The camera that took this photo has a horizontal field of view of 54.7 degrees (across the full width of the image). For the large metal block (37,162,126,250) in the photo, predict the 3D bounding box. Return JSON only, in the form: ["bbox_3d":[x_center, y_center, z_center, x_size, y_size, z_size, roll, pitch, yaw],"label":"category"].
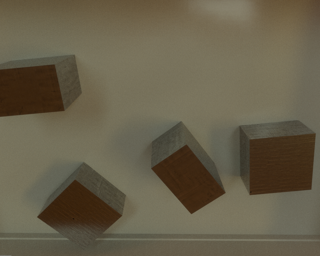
[{"bbox_3d":[-0.107,0.109,0.437,0.080,0.050,0.080,42,104,-14],"label":"large metal block"}]

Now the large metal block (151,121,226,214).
[{"bbox_3d":[0.034,0.048,0.400,0.050,0.080,0.080,-36,107,12],"label":"large metal block"}]

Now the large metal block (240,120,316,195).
[{"bbox_3d":[0.153,0.039,0.415,0.080,0.050,0.079,-6,110,1],"label":"large metal block"}]

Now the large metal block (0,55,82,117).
[{"bbox_3d":[-0.145,-0.052,0.361,0.080,0.080,0.050,-5,110,1],"label":"large metal block"}]
